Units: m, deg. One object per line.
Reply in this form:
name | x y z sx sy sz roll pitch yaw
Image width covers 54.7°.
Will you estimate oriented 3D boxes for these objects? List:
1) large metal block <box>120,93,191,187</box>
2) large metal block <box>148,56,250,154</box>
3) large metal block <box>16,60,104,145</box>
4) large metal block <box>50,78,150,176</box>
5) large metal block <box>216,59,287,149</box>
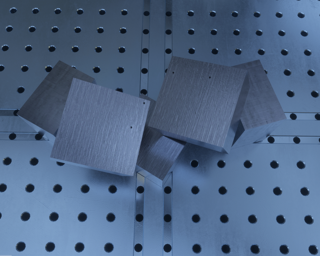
large metal block | -0.010 0.016 0.392 0.080 0.050 0.080 31 73 10
large metal block | 0.044 -0.024 0.334 0.080 0.050 0.080 16 83 21
large metal block | -0.118 -0.023 0.389 0.050 0.080 0.080 28 72 9
large metal block | -0.064 0.003 0.327 0.081 0.050 0.080 16 77 -17
large metal block | 0.106 -0.027 0.393 0.050 0.080 0.080 -15 71 -6
